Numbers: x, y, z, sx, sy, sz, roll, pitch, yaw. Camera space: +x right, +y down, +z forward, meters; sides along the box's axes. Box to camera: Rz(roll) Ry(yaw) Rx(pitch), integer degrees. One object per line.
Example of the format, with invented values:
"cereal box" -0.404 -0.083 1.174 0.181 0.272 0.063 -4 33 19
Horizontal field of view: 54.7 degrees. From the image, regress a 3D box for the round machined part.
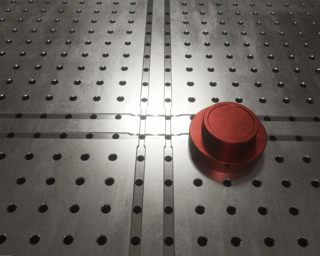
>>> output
"round machined part" 0.087 0.004 0.394 0.099 0.042 0.098 0 50 0
